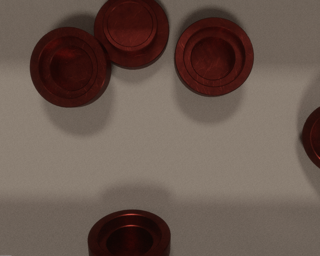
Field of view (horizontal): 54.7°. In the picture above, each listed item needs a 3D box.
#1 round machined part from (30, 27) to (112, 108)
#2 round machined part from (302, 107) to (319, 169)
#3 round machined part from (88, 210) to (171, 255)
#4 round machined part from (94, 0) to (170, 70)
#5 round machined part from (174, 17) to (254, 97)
[{"bbox_3d":[-0.110,-0.075,0.396,0.099,0.042,0.097,1,95,8],"label":"round machined part"},{"bbox_3d":[0.237,0.011,0.389,0.042,0.098,0.097,-15,91,-45],"label":"round machined part"},{"bbox_3d":[-0.036,0.146,0.378,0.099,0.098,0.042,1,111,-1],"label":"round machined part"},{"bbox_3d":[-0.037,-0.128,0.402,0.099,0.042,0.097,0,90,-1],"label":"round machined part"},{"bbox_3d":[0.067,-0.089,0.404,0.099,0.042,0.097,0,90,-1],"label":"round machined part"}]
